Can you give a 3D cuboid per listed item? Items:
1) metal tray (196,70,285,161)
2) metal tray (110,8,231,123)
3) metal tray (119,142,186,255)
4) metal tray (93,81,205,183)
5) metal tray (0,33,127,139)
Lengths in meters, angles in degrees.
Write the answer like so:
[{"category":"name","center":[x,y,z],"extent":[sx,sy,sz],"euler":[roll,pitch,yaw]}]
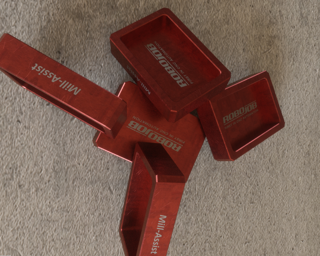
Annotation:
[{"category":"metal tray","center":[0.116,-0.020,0.435],"extent":[0.131,0.030,0.090],"euler":[-26,99,-33]},{"category":"metal tray","center":[0.011,-0.081,0.381],"extent":[0.090,0.030,0.130],"euler":[-33,72,-18]},{"category":"metal tray","center":[-0.014,0.091,0.351],"extent":[0.030,0.090,0.129],"euler":[6,109,-20]},{"category":"metal tray","center":[-0.009,0.008,0.405],"extent":[0.131,0.030,0.090],"euler":[27,81,-19]},{"category":"metal tray","center":[-0.098,-0.037,0.323],"extent":[0.130,0.090,0.030],"euler":[30,80,-1]}]
